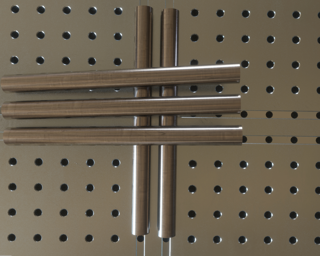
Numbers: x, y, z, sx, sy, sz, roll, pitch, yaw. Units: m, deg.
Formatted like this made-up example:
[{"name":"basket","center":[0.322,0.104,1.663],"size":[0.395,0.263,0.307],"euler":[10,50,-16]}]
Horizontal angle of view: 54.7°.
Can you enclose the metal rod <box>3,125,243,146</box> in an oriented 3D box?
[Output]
[{"name":"metal rod","center":[-0.052,0.010,0.392],"size":[0.302,0.025,0.025],"euler":[0,90,8]}]

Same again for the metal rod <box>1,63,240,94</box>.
[{"name":"metal rod","center":[-0.054,-0.062,0.392],"size":[0.302,0.025,0.025],"euler":[-1,90,7]}]

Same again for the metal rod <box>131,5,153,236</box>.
[{"name":"metal rod","center":[-0.024,-0.010,0.413],"size":[0.025,0.025,0.298],"euler":[1,90,-1]}]

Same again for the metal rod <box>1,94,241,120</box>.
[{"name":"metal rod","center":[-0.054,-0.026,0.392],"size":[0.302,0.025,0.025],"euler":[-1,90,7]}]

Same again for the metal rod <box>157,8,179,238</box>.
[{"name":"metal rod","center":[0.011,-0.006,0.414],"size":[0.025,0.025,0.298],"euler":[1,90,-1]}]
